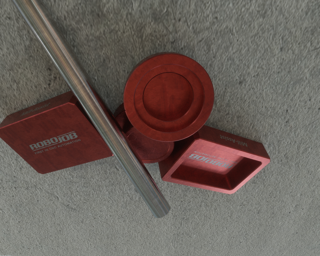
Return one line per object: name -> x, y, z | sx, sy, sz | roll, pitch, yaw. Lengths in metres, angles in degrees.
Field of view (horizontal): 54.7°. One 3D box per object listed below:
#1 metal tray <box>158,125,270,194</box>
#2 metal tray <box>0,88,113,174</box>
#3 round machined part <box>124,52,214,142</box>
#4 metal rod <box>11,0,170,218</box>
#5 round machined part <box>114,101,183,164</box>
metal tray -> 0.075, 0.047, 0.432 | 0.131, 0.030, 0.089 | 16, 129, -27
metal tray -> -0.130, 0.009, 0.398 | 0.130, 0.030, 0.090 | -16, 126, 24
round machined part -> 0.008, -0.037, 0.352 | 0.099, 0.042, 0.097 | -2, 109, -6
metal rod -> -0.065, -0.009, 0.357 | 0.025, 0.025, 0.299 | -22, 114, 17
round machined part -> -0.016, 0.009, 0.405 | 0.099, 0.042, 0.097 | 0, 130, 0
